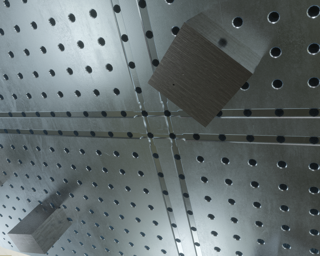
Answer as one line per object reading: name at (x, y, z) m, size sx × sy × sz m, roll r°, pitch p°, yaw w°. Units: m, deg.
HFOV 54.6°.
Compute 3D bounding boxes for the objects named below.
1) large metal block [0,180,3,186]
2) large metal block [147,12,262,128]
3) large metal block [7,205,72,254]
large metal block at (-0.411, 0.119, 0.687) m, size 0.080 × 0.050 × 0.080 m, roll -28°, pitch 103°, yaw 37°
large metal block at (0.047, -0.062, 0.333) m, size 0.080 × 0.050 × 0.080 m, roll 38°, pitch 129°, yaw 2°
large metal block at (-0.244, 0.206, 0.633) m, size 0.080 × 0.080 × 0.050 m, roll -11°, pitch 113°, yaw 33°
